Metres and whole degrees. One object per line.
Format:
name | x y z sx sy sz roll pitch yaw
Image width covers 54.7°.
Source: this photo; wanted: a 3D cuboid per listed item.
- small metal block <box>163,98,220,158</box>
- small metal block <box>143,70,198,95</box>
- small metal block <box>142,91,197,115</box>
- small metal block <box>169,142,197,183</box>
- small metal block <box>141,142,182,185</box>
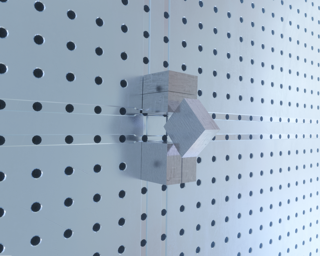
small metal block | 0.037 0.000 0.372 0.025 0.050 0.050 1 47 -40
small metal block | 0.013 -0.056 0.405 0.050 0.050 0.025 3 89 -40
small metal block | 0.013 -0.031 0.405 0.050 0.050 0.025 3 89 -40
small metal block | 0.021 0.044 0.411 0.025 0.050 0.050 2 89 -40
small metal block | 0.001 0.044 0.396 0.025 0.050 0.050 2 89 -40
